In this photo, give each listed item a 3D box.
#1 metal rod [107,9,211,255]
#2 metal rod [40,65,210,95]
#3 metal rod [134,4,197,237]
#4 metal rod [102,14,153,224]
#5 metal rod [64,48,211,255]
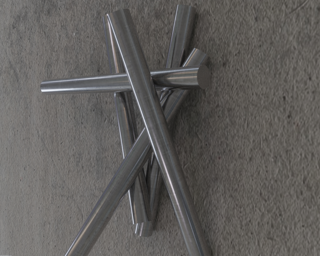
[{"bbox_3d":[0.003,0.018,0.348,0.025,0.025,0.298,-13,99,39],"label":"metal rod"},{"bbox_3d":[-0.070,-0.060,0.414,0.300,0.025,0.025,4,92,40],"label":"metal rod"},{"bbox_3d":[0.005,-0.002,0.400,0.025,0.025,0.298,18,101,38],"label":"metal rod"},{"bbox_3d":[-0.048,-0.024,0.425,0.025,0.025,0.299,-24,69,37],"label":"metal rod"},{"bbox_3d":[-0.030,0.039,0.374,0.025,0.025,0.299,34,94,35],"label":"metal rod"}]
